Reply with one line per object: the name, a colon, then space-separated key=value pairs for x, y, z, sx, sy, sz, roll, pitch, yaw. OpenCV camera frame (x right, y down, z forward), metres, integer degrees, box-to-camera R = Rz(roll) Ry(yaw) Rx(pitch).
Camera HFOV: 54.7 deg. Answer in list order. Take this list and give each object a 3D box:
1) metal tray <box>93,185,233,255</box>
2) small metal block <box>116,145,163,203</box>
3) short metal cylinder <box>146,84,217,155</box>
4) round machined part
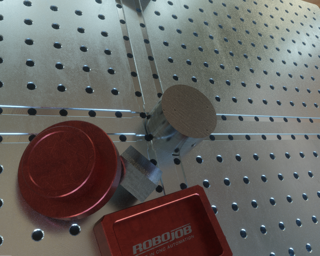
metal tray: x=0.006 y=0.122 z=0.333 sx=0.131 sy=0.030 sz=0.090 roll=-10 pitch=67 yaw=-33
small metal block: x=-0.027 y=0.049 z=0.347 sx=0.050 sy=0.025 sz=0.050 roll=41 pitch=11 yaw=-1
short metal cylinder: x=0.028 y=-0.011 z=0.414 sx=0.081 sy=0.050 sz=0.080 roll=14 pitch=56 yaw=-21
round machined part: x=-0.090 y=0.037 z=0.299 sx=0.099 sy=0.042 sz=0.098 roll=-2 pitch=67 yaw=5
